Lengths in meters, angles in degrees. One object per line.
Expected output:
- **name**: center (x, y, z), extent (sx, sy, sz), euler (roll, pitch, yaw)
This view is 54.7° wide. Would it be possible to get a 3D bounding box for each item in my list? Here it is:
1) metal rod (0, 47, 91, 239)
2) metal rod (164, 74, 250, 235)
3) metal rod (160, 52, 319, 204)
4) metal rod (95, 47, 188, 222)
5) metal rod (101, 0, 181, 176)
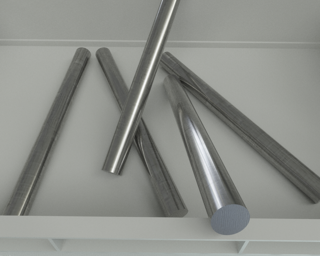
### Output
- **metal rod**: center (-0.140, -0.007, 0.409), extent (0.025, 0.025, 0.300), euler (4, 50, 4)
- **metal rod**: center (0.031, -0.005, 0.330), extent (0.025, 0.025, 0.300), euler (-4, 25, -4)
- **metal rod**: center (0.095, -0.018, 0.420), extent (0.025, 0.025, 0.300), euler (-29, 56, -22)
- **metal rod**: center (-0.037, -0.014, 0.416), extent (0.025, 0.025, 0.300), euler (-17, 52, -14)
- **metal rod**: center (-0.013, -0.085, 0.401), extent (0.025, 0.025, 0.299), euler (14, 75, 12)
